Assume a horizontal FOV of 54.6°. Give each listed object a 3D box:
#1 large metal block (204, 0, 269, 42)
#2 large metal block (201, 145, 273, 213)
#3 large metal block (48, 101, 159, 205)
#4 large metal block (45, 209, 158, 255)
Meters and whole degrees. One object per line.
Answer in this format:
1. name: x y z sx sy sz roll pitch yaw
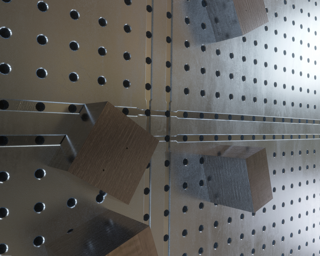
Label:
1. large metal block: 0.121 -0.192 0.492 0.080 0.050 0.080 -34 111 -35
2. large metal block: 0.116 0.073 0.469 0.050 0.080 0.080 -20 103 -38
3. large metal block: -0.059 0.027 0.342 0.080 0.050 0.080 39 66 -33
4. large metal block: -0.059 0.134 0.323 0.081 0.080 0.050 -23 105 -37
